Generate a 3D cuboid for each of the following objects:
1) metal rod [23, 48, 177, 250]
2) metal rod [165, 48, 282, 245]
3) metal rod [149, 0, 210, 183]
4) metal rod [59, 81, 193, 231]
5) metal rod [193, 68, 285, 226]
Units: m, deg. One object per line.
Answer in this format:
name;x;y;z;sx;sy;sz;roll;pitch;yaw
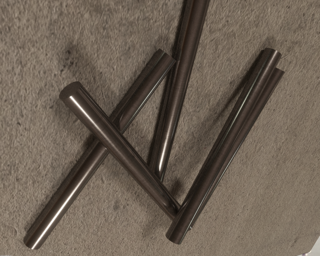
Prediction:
metal rod;-0.079;0.033;0.384;0.025;0.025;0.299;30;102;-38
metal rod;0.088;0.027;0.437;0.025;0.025;0.299;26;93;-38
metal rod;0.019;-0.041;0.393;0.025;0.025;0.298;-2;119;-28
metal rod;-0.023;0.058;0.397;0.025;0.025;0.299;-37;130;-4
metal rod;0.106;0.041;0.492;0.025;0.025;0.298;14;111;-34
